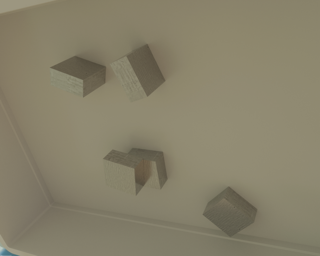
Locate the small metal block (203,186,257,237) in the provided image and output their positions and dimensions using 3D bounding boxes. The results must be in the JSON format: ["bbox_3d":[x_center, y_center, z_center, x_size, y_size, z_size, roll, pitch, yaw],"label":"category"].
[{"bbox_3d":[0.097,0.117,0.430,0.050,0.025,0.050,39,129,1],"label":"small metal block"}]

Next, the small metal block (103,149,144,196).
[{"bbox_3d":[-0.051,0.064,0.443,0.050,0.025,0.050,14,124,21],"label":"small metal block"}]

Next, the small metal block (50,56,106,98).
[{"bbox_3d":[-0.107,-0.069,0.406,0.050,0.050,0.025,21,126,15],"label":"small metal block"}]

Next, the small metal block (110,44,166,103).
[{"bbox_3d":[-0.025,-0.065,0.365,0.025,0.050,0.050,-15,111,34],"label":"small metal block"}]

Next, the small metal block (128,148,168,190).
[{"bbox_3d":[-0.020,0.060,0.456,0.050,0.025,0.050,5,121,25],"label":"small metal block"}]
